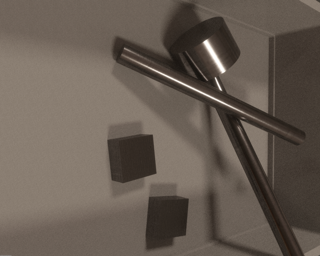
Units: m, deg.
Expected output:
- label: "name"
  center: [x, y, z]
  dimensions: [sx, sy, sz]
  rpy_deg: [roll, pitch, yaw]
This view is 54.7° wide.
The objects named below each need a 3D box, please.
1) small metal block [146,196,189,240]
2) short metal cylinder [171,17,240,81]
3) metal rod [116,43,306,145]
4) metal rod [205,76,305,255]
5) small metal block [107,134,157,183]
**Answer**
- label: "small metal block"
  center: [0.010, 0.119, 0.418]
  dimensions: [0.050, 0.025, 0.050]
  rpy_deg: [8, 85, -40]
- label: "short metal cylinder"
  center: [0.062, -0.107, 0.425]
  dimensions: [0.050, 0.080, 0.080]
  rpy_deg: [53, 59, -28]
- label: "metal rod"
  center: [0.083, -0.037, 0.424]
  dimensions: [0.302, 0.025, 0.025]
  rpy_deg: [22, 76, -21]
- label: "metal rod"
  center: [0.130, 0.053, 0.440]
  dimensions: [0.025, 0.025, 0.299]
  rpy_deg: [-11, 72, -40]
- label: "small metal block"
  center: [-0.034, 0.036, 0.380]
  dimensions: [0.050, 0.025, 0.050]
  rpy_deg: [-9, 96, -40]
